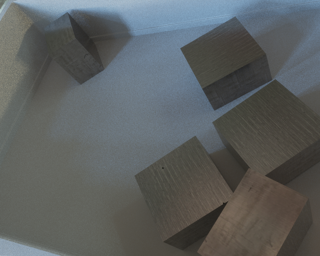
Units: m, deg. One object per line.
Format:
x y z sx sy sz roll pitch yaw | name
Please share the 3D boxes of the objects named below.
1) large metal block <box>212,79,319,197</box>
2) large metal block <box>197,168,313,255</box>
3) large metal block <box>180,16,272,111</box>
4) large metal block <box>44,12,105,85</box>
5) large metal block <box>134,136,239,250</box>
0.115 0.010 0.321 0.080 0.050 0.080 -35 51 2 | large metal block
0.087 0.093 0.268 0.050 0.080 0.080 27 77 37 | large metal block
0.083 -0.082 0.397 0.080 0.050 0.080 -28 52 10 | large metal block
-0.147 -0.135 0.531 0.050 0.080 0.080 -31 52 8 | large metal block
0.031 0.069 0.331 0.080 0.050 0.080 -34 51 6 | large metal block
